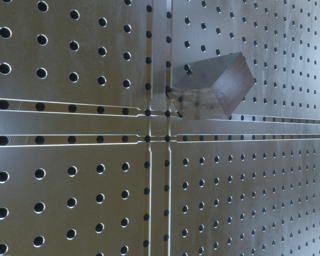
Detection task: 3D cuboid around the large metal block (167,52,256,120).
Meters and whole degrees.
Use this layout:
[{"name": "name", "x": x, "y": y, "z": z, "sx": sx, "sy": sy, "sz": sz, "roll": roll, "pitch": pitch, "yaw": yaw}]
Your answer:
[{"name": "large metal block", "x": 0.071, "y": -0.056, "z": 0.432, "sx": 0.080, "sy": 0.080, "sz": 0.050, "roll": -49, "pitch": 119, "yaw": -29}]
